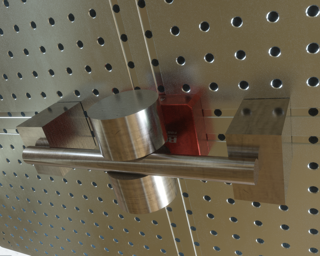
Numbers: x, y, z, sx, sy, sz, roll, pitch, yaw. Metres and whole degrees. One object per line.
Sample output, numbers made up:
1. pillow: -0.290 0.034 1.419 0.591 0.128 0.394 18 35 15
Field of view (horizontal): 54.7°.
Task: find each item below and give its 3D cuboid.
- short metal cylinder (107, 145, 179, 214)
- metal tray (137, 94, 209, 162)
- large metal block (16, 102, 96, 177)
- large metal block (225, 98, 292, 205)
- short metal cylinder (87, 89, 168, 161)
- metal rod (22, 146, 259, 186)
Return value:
1. short metal cylinder: -0.021 0.060 0.385 0.080 0.080 0.050 1 119 28
2. metal tray: -0.007 0.004 0.414 0.130 0.030 0.089 1 119 27
3. large metal block: -0.151 0.014 0.463 0.050 0.080 0.080 1 119 28
4. large metal block: 0.109 0.022 0.330 0.050 0.080 0.080 1 119 28
5. short metal cylinder: -0.036 -0.006 0.352 0.080 0.080 0.050 1 119 28
6. metal rod: -0.044 0.039 0.354 0.300 0.025 0.025 1 119 27
